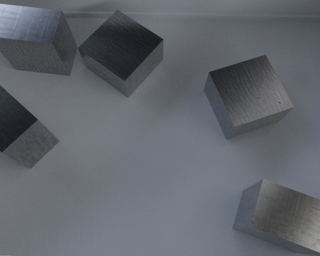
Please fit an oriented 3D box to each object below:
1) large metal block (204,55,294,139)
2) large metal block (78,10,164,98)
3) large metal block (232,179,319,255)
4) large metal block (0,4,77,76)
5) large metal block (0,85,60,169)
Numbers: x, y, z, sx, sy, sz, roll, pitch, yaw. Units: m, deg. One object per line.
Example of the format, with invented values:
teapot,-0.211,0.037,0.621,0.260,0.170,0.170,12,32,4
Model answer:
large metal block,0.114,-0.040,0.413,0.081,0.050,0.080,-18,71,-7
large metal block,-0.052,-0.103,0.434,0.080,0.050,0.080,36,74,12
large metal block,0.135,0.101,0.345,0.080,0.080,0.050,20,71,7
large metal block,-0.167,-0.117,0.421,0.080,0.080,0.050,7,70,2
large metal block,-0.181,-0.003,0.379,0.080,0.080,0.050,39,75,13
